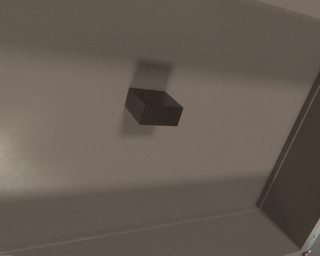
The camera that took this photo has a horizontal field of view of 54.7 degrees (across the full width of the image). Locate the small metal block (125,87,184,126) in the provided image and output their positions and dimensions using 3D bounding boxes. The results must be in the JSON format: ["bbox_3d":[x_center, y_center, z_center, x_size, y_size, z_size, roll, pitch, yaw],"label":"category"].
[{"bbox_3d":[-0.008,-0.026,0.374,0.050,0.050,0.025,2,117,-30],"label":"small metal block"}]
